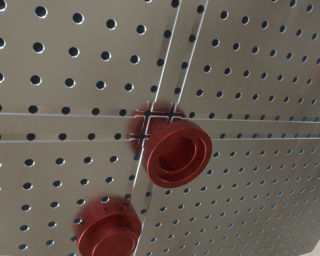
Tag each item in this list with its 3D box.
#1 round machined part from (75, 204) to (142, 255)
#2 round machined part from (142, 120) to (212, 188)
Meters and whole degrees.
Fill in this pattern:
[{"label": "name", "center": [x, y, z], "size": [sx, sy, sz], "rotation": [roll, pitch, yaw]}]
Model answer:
[{"label": "round machined part", "center": [-0.072, 0.165, 0.462], "size": [0.099, 0.042, 0.097], "rotation": [-14, 124, -21]}, {"label": "round machined part", "center": [0.020, 0.032, 0.430], "size": [0.099, 0.042, 0.097], "rotation": [-14, 124, -21]}]
